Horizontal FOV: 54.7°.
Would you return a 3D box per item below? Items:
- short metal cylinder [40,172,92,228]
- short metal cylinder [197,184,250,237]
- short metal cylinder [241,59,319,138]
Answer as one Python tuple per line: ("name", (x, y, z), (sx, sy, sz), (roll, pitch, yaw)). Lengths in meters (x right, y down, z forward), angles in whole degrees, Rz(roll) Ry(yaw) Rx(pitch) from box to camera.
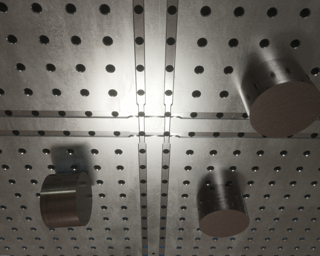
("short metal cylinder", (-0.138, 0.107, 0.465), (0.050, 0.080, 0.080), (-5, 130, 3))
("short metal cylinder", (0.103, 0.138, 0.515), (0.081, 0.050, 0.079), (-1, 130, 0))
("short metal cylinder", (0.141, -0.035, 0.368), (0.081, 0.050, 0.079), (0, 130, 0))
